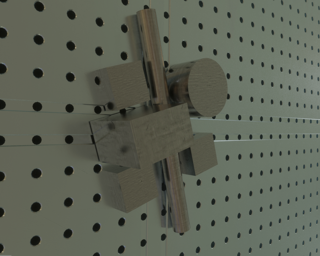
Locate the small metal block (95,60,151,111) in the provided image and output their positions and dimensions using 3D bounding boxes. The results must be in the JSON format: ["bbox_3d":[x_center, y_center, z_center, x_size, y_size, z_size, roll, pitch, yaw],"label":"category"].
[{"bbox_3d":[-0.044,-0.051,0.374,0.050,0.025,0.050,-22,104,-38],"label":"small metal block"}]

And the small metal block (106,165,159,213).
[{"bbox_3d":[-0.033,0.069,0.383,0.050,0.025,0.050,-20,103,-38],"label":"small metal block"}]

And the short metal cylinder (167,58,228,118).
[{"bbox_3d":[0.050,-0.055,0.436,0.081,0.050,0.079,0,90,-40],"label":"short metal cylinder"}]

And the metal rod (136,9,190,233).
[{"bbox_3d":[0.006,-0.003,0.416,0.025,0.025,0.298,-16,100,-39],"label":"metal rod"}]

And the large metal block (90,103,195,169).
[{"bbox_3d":[-0.020,0.006,0.356,0.081,0.080,0.050,-20,103,-39],"label":"large metal block"}]

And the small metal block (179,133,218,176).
[{"bbox_3d":[0.056,0.037,0.459,0.050,0.025,0.050,-19,102,-39],"label":"small metal block"}]
